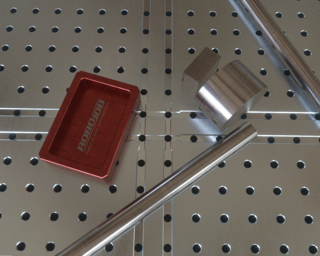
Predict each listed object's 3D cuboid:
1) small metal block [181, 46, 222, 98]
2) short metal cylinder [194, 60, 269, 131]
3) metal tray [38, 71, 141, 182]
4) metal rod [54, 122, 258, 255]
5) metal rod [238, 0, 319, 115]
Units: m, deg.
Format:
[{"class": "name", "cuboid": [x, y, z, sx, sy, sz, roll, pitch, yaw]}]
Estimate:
[{"class": "small metal block", "cuboid": [0.055, -0.075, 0.427, 0.025, 0.050, 0.050, 37, 74, 12]}, {"class": "short metal cylinder", "cuboid": [0.091, -0.041, 0.399, 0.080, 0.080, 0.050, -37, 75, -13]}, {"class": "metal tray", "cuboid": [-0.088, -0.004, 0.409, 0.090, 0.030, 0.130, 17, 71, 5]}, {"class": "metal rod", "cuboid": [-0.002, 0.083, 0.381, 0.301, 0.025, 0.025, -33, 74, -12]}, {"class": "metal rod", "cuboid": [0.173, -0.136, 0.463, 0.025, 0.025, 0.299, -25, 72, -9]}]
